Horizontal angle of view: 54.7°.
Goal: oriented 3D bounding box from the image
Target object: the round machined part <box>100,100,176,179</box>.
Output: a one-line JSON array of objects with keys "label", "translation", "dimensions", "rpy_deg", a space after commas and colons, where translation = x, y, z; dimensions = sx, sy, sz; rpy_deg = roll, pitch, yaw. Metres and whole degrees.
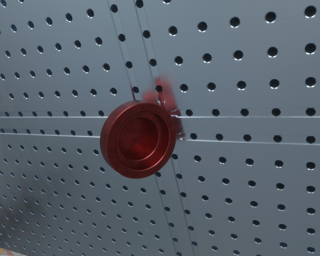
[{"label": "round machined part", "translation": [-0.031, 0.012, 0.398], "dimensions": [0.042, 0.099, 0.097], "rpy_deg": [22, 134, 55]}]
